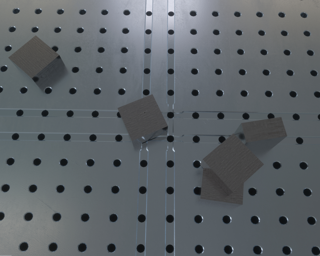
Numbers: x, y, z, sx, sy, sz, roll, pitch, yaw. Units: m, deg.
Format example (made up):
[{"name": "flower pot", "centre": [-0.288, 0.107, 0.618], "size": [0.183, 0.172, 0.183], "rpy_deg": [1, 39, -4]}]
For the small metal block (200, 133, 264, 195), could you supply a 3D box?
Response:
[{"name": "small metal block", "centre": [0.085, 0.043, 0.370], "size": [0.050, 0.025, 0.050], "rpy_deg": [-38, 74, -13]}]

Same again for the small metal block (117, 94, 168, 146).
[{"name": "small metal block", "centre": [-0.023, -0.010, 0.415], "size": [0.050, 0.025, 0.050], "rpy_deg": [-23, 72, -8]}]

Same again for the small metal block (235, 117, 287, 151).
[{"name": "small metal block", "centre": [0.125, 0.010, 0.395], "size": [0.050, 0.050, 0.025], "rpy_deg": [-9, 70, -3]}]

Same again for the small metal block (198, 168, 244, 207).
[{"name": "small metal block", "centre": [0.076, 0.068, 0.387], "size": [0.050, 0.025, 0.050], "rpy_deg": [8, 70, 3]}]

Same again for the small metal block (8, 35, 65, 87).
[{"name": "small metal block", "centre": [-0.177, -0.096, 0.446], "size": [0.050, 0.025, 0.050], "rpy_deg": [40, 75, 13]}]
